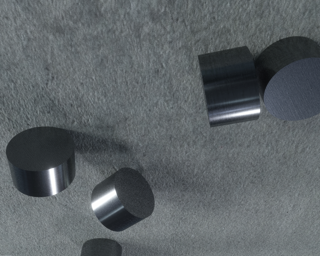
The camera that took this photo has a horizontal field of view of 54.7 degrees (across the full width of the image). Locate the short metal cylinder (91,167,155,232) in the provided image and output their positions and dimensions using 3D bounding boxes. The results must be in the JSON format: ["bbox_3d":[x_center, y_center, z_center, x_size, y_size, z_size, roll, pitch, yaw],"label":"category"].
[{"bbox_3d":[-0.054,0.106,0.460,0.050,0.080,0.080,-36,122,26],"label":"short metal cylinder"}]

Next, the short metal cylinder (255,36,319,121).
[{"bbox_3d":[0.151,-0.055,0.347,0.081,0.050,0.079,0,130,0],"label":"short metal cylinder"}]

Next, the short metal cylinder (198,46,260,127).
[{"bbox_3d":[0.073,-0.044,0.335,0.050,0.080,0.080,-10,130,8],"label":"short metal cylinder"}]

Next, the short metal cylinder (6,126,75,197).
[{"bbox_3d":[-0.153,0.043,0.405,0.081,0.080,0.050,6,130,-6],"label":"short metal cylinder"}]

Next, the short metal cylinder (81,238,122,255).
[{"bbox_3d":[-0.118,0.262,0.612,0.081,0.050,0.079,0,130,0],"label":"short metal cylinder"}]
